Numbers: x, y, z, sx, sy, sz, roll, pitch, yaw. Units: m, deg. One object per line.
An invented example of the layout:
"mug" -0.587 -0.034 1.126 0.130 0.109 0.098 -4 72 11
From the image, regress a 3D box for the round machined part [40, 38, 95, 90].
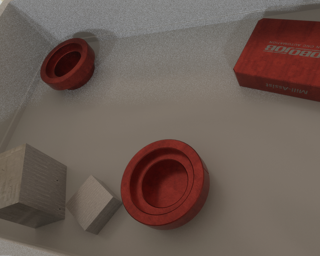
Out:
"round machined part" -0.154 -0.105 0.538 0.098 0.042 0.098 -13 56 20

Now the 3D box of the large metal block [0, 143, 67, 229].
"large metal block" -0.171 0.079 0.410 0.050 0.080 0.080 -21 54 16

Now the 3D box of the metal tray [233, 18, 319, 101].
"metal tray" 0.166 -0.083 0.366 0.130 0.030 0.090 18 71 34

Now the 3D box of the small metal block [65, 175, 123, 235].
"small metal block" -0.083 0.096 0.389 0.050 0.025 0.050 34 80 38

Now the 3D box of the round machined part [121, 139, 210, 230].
"round machined part" 0.009 0.065 0.349 0.098 0.042 0.098 -13 56 20
